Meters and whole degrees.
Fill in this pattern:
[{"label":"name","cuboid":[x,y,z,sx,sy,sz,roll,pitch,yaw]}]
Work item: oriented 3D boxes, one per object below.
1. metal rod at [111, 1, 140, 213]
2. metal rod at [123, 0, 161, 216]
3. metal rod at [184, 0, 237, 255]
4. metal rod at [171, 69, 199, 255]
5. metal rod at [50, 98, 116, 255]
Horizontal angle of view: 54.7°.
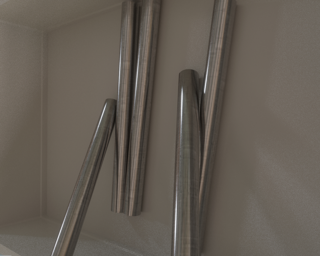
[{"label":"metal rod","cuboid":[-0.051,-0.028,0.448,0.025,0.025,0.298,6,94,40]},{"label":"metal rod","cuboid":[-0.025,-0.028,0.427,0.025,0.025,0.298,9,96,39]},{"label":"metal rod","cuboid":[0.055,0.006,0.361,0.025,0.025,0.298,12,97,39]},{"label":"metal rod","cuboid":[0.026,0.065,0.305,0.025,0.025,0.299,-23,50,38]},{"label":"metal rod","cuboid":[-0.102,0.091,0.399,0.025,0.025,0.300,-12,53,39]}]
